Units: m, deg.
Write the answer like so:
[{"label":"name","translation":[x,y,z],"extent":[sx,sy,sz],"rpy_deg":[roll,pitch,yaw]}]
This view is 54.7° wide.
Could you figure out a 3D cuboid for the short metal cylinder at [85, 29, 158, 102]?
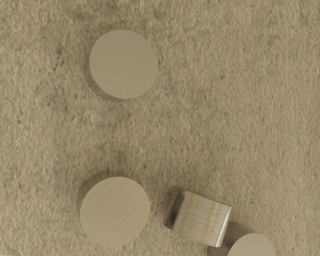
[{"label":"short metal cylinder","translation":[-0.049,-0.073,0.378],"extent":[0.081,0.050,0.079],"rpy_deg":[0,90,-21]}]

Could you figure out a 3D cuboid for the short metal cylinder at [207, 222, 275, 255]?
[{"label":"short metal cylinder","translation":[0.114,0.181,0.440],"extent":[0.081,0.050,0.079],"rpy_deg":[0,90,-21]}]

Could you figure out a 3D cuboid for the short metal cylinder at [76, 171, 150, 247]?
[{"label":"short metal cylinder","translation":[-0.058,0.095,0.375],"extent":[0.081,0.050,0.079],"rpy_deg":[0,90,-21]}]

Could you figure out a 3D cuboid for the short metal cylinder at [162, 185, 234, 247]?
[{"label":"short metal cylinder","translation":[0.049,0.112,0.399],"extent":[0.080,0.080,0.050],"rpy_deg":[23,82,-19]}]
